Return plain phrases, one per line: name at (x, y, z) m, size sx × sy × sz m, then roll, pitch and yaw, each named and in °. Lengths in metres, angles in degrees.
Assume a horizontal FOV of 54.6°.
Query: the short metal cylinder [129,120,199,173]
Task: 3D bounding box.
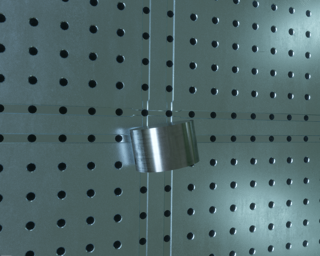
short metal cylinder at (0.006, 0.021, 0.385) m, size 0.081 × 0.080 × 0.050 m, roll -10°, pitch 94°, yaw -20°
